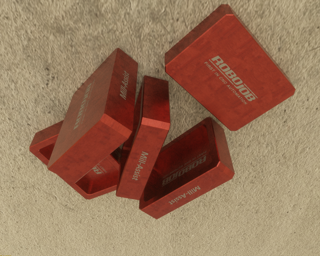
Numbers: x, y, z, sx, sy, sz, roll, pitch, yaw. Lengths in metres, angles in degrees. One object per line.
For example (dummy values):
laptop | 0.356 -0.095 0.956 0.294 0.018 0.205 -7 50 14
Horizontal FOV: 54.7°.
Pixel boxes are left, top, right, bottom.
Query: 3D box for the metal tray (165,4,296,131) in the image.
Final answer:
metal tray | 0.080 -0.061 0.354 0.090 0.030 0.130 -37 122 26

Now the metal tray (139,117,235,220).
metal tray | 0.030 0.053 0.412 0.130 0.090 0.030 -36 122 26

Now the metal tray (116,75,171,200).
metal tray | -0.022 0.014 0.377 0.030 0.090 0.129 13 129 -11

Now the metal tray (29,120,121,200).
metal tray | -0.105 0.044 0.442 0.090 0.030 0.130 -23 127 18

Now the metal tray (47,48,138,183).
metal tray | -0.066 -0.018 0.324 0.030 0.130 0.090 36 121 -27
